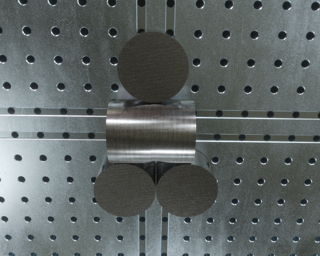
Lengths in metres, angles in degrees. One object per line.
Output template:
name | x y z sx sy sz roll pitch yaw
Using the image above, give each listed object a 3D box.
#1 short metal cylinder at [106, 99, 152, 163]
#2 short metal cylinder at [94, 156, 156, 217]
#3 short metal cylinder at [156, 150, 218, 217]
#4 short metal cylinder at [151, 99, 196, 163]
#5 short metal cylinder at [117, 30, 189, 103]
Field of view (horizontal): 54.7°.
short metal cylinder | -0.035 0.004 0.385 0.050 0.080 0.079 0 110 -1
short metal cylinder | -0.046 0.074 0.426 0.081 0.050 0.079 0 110 -1
short metal cylinder | 0.035 0.074 0.426 0.081 0.050 0.079 0 110 -1
short metal cylinder | 0.015 0.004 0.386 0.050 0.080 0.079 0 110 -1
short metal cylinder | -0.008 -0.076 0.372 0.081 0.050 0.079 0 110 -1
